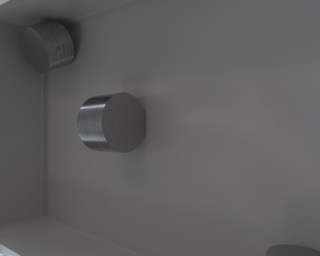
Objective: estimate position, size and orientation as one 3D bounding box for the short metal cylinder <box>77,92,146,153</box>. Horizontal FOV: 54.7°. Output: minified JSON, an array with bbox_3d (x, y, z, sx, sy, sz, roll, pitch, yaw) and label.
[{"bbox_3d":[-0.065,-0.007,0.425,0.050,0.081,0.080,-2,89,40],"label":"short metal cylinder"}]

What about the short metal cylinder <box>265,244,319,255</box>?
[{"bbox_3d":[0.128,0.144,0.266,0.080,0.081,0.050,15,100,39],"label":"short metal cylinder"}]

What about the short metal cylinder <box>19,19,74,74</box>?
[{"bbox_3d":[-0.194,-0.140,0.531,0.080,0.050,0.079,24,131,31],"label":"short metal cylinder"}]
